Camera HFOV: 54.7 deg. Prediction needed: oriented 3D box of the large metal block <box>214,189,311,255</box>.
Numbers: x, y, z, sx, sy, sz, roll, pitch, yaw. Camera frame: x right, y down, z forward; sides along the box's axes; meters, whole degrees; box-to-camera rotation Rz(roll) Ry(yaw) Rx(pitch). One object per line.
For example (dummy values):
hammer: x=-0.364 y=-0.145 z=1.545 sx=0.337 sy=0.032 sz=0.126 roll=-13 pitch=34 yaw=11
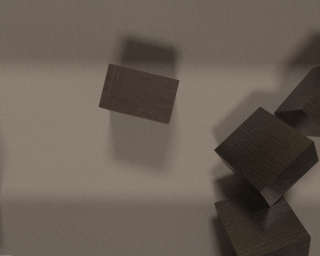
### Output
large metal block: x=0.122 y=0.124 z=0.379 sx=0.080 sy=0.080 sz=0.050 roll=-20 pitch=131 yaw=-1

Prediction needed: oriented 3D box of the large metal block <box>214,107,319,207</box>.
large metal block: x=0.129 y=0.034 z=0.380 sx=0.080 sy=0.050 sz=0.080 roll=-44 pitch=46 yaw=0

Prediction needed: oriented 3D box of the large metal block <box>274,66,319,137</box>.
large metal block: x=0.203 y=-0.035 z=0.387 sx=0.050 sy=0.080 sz=0.080 roll=41 pitch=90 yaw=-1

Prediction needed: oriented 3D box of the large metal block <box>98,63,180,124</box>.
large metal block: x=-0.023 y=-0.038 z=0.384 sx=0.080 sy=0.080 sz=0.050 roll=13 pitch=90 yaw=-1
